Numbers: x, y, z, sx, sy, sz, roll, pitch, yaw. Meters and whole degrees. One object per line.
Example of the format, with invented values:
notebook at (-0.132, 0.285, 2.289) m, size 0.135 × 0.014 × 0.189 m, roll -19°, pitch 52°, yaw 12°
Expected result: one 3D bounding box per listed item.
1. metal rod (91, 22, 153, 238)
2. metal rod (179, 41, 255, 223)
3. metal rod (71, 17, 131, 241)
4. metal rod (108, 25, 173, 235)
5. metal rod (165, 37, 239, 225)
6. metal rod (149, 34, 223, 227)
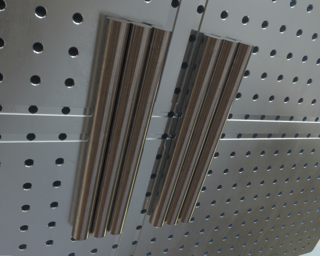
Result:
metal rod at (-0.055, 0.021, 0.392) m, size 0.025 × 0.025 × 0.298 m, roll 1°, pitch 118°, yaw -29°
metal rod at (0.075, 0.021, 0.463) m, size 0.025 × 0.025 × 0.298 m, roll 1°, pitch 118°, yaw -29°
metal rod at (-0.078, 0.020, 0.380) m, size 0.025 × 0.025 × 0.298 m, roll 1°, pitch 118°, yaw -29°
metal rod at (-0.033, 0.021, 0.404) m, size 0.025 × 0.025 × 0.298 m, roll 1°, pitch 118°, yaw -29°
metal rod at (0.052, 0.020, 0.450) m, size 0.025 × 0.025 × 0.298 m, roll 1°, pitch 118°, yaw -29°
metal rod at (0.030, 0.020, 0.438) m, size 0.025 × 0.025 × 0.298 m, roll 1°, pitch 118°, yaw -29°
